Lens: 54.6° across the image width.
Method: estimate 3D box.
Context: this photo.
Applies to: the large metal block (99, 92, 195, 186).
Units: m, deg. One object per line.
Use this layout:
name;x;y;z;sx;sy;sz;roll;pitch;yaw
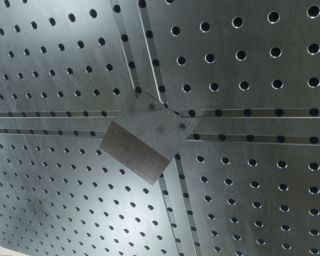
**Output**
large metal block;-0.014;0.011;0.390;0.080;0.080;0.050;35;129;4
